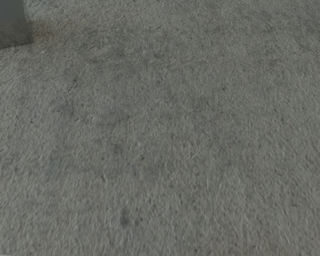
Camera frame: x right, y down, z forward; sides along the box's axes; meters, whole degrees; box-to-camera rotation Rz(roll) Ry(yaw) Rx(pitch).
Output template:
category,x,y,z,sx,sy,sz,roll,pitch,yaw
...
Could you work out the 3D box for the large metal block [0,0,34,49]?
category,x,y,z,sx,sy,sz,roll,pitch,yaw
large metal block,-0.271,-0.183,0.537,0.081,0.050,0.080,-15,52,-13
